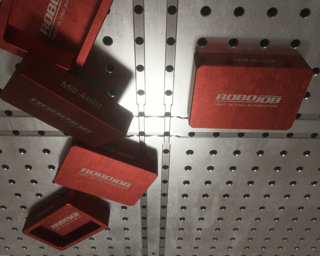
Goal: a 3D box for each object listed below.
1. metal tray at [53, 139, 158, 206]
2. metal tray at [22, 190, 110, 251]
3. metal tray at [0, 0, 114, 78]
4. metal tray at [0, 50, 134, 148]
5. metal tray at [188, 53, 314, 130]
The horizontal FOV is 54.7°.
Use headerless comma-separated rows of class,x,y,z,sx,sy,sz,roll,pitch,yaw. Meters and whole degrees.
metal tray,-0.080,0.065,0.462,0.131,0.030,0.089,22,127,-18
metal tray,-0.165,0.167,0.547,0.130,0.030,0.090,-33,123,24
metal tray,-0.100,-0.121,0.303,0.091,0.030,0.129,23,126,-19
metal tray,-0.108,-0.025,0.359,0.130,0.030,0.090,33,151,-26
metal tray,0.103,-0.041,0.375,0.131,0.030,0.089,1,130,-2
